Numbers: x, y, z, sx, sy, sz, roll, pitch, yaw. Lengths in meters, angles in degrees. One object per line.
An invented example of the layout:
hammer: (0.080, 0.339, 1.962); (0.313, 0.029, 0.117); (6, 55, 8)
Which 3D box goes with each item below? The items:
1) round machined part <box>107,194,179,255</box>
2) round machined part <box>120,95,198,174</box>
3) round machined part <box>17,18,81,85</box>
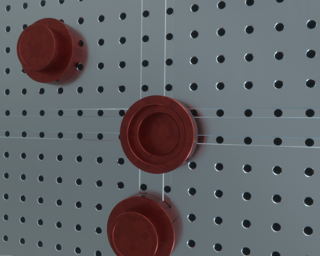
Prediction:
round machined part: (-0.028, 0.140, 0.412); (0.098, 0.042, 0.097); (0, 90, 19)
round machined part: (0.001, 0.008, 0.402); (0.098, 0.042, 0.097); (0, 90, 19)
round machined part: (-0.172, -0.116, 0.462); (0.098, 0.042, 0.097); (0, 90, 19)
